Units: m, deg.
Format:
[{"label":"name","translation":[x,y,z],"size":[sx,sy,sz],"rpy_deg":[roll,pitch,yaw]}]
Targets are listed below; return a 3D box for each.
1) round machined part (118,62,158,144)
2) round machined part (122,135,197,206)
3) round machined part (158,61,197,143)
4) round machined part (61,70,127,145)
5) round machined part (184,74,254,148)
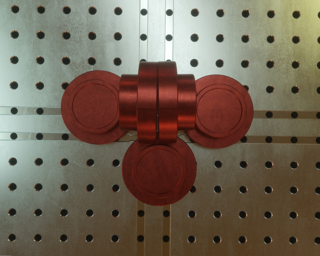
[{"label":"round machined part","translation":[-0.025,-0.030,0.370],"size":[0.042,0.098,0.097],"rpy_deg":[1,90,0]},{"label":"round machined part","translation":[-0.001,0.054,0.405],"size":[0.099,0.042,0.097],"rpy_deg":[0,90,-1]},{"label":"round machined part","translation":[0.019,-0.031,0.372],"size":[0.042,0.098,0.097],"rpy_deg":[-1,90,0]},{"label":"round machined part","translation":[-0.080,-0.027,0.404],"size":[0.099,0.042,0.097],"rpy_deg":[0,90,-1]},{"label":"round machined part","translation":[0.074,-0.022,0.405],"size":[0.099,0.042,0.097],"rpy_deg":[0,90,-1]}]
